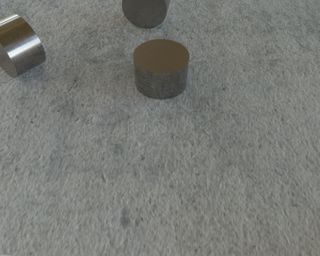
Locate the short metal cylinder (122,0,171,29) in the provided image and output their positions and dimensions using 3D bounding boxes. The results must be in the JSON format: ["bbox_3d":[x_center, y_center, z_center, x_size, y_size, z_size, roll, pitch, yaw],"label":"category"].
[{"bbox_3d":[-0.023,-0.229,0.559,0.080,0.080,0.050,8,51,6],"label":"short metal cylinder"}]

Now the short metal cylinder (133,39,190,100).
[{"bbox_3d":[0.002,-0.088,0.461,0.081,0.050,0.080,0,50,0],"label":"short metal cylinder"}]

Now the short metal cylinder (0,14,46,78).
[{"bbox_3d":[-0.220,-0.123,0.468,0.080,0.080,0.050,34,58,24],"label":"short metal cylinder"}]
